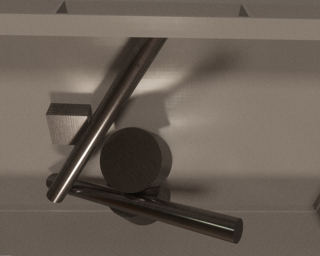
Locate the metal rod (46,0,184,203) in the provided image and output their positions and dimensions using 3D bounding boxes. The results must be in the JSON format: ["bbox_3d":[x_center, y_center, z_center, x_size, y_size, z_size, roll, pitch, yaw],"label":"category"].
[{"bbox_3d":[-0.067,-0.013,0.371,0.025,0.025,0.298,26,117,-21],"label":"metal rod"}]

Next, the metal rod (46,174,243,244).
[{"bbox_3d":[-0.044,0.092,0.393,0.300,0.025,0.025,4,138,36],"label":"metal rod"}]

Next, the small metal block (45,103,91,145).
[{"bbox_3d":[-0.116,-0.004,0.404,0.050,0.025,0.050,2,130,-2],"label":"small metal block"}]

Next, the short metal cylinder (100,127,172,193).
[{"bbox_3d":[-0.029,0.042,0.399,0.080,0.080,0.050,-17,168,13],"label":"short metal cylinder"}]

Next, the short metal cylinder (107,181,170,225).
[{"bbox_3d":[-0.030,0.094,0.445,0.080,0.080,0.050,-15,147,11],"label":"short metal cylinder"}]
